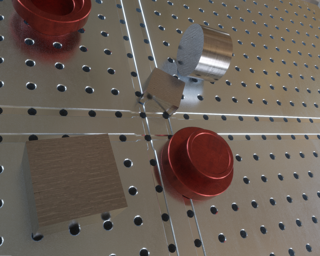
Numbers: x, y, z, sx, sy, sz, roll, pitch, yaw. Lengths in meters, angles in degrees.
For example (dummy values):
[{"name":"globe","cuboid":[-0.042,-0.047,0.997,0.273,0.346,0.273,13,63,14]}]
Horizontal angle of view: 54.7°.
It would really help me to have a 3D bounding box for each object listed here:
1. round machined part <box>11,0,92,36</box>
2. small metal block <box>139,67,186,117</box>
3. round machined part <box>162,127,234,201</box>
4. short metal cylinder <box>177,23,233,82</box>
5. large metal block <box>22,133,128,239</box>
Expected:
[{"name":"round machined part","cuboid":[-0.146,-0.164,0.419,0.099,0.042,0.098,14,56,-21]},{"name":"small metal block","cuboid":[0.004,-0.052,0.442,0.050,0.025,0.050,26,53,-12]},{"name":"round machined part","cuboid":[0.055,0.041,0.402,0.099,0.042,0.098,14,56,-21]},{"name":"short metal cylinder","cuboid":[0.067,-0.115,0.479,0.050,0.080,0.080,7,59,-25]},{"name":"large metal block","cuboid":[-0.088,0.056,0.311,0.081,0.050,0.080,-5,64,-31]}]
